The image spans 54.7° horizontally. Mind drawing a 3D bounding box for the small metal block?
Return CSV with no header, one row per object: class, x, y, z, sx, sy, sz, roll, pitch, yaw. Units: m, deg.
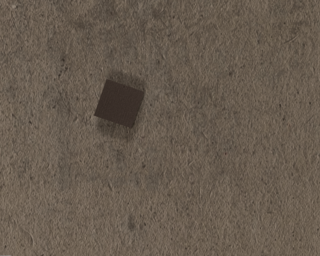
small metal block,-0.053,-0.031,0.409,0.050,0.025,0.050,19,90,-1
